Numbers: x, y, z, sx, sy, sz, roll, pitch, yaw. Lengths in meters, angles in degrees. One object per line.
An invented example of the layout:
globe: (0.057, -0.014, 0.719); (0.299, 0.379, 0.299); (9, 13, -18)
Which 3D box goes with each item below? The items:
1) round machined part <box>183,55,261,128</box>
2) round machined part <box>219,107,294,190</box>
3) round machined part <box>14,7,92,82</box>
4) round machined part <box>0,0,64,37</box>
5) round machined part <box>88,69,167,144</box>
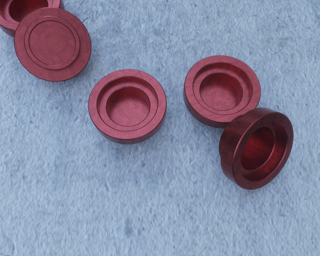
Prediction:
round machined part: (0.080, -0.045, 0.417); (0.099, 0.042, 0.098); (0, 70, -1)
round machined part: (0.111, 0.021, 0.374); (0.098, 0.098, 0.042); (-39, 35, -13)
round machined part: (-0.142, -0.111, 0.415); (0.099, 0.042, 0.097); (-2, 99, -15)
round machined part: (-0.191, -0.172, 0.459); (0.099, 0.042, 0.098); (0, 70, -1)
round machined part: (-0.041, -0.025, 0.408); (0.099, 0.042, 0.098); (0, 70, -1)
